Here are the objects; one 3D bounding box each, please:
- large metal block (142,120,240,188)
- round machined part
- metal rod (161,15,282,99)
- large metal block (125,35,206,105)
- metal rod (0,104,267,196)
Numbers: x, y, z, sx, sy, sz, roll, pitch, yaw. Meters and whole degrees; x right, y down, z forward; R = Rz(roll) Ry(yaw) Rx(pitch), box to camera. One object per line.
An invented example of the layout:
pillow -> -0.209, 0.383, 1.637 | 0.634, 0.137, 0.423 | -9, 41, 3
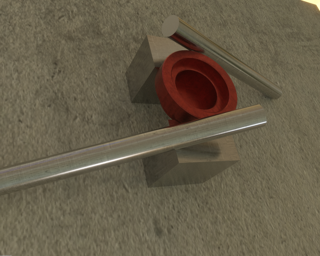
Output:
large metal block -> 0.032, 0.032, 0.369 | 0.081, 0.080, 0.050 | 1, 62, -28
round machined part -> 0.038, -0.040, 0.366 | 0.099, 0.042, 0.098 | 14, 56, -21
metal rod -> 0.110, -0.088, 0.452 | 0.302, 0.025, 0.025 | 14, 53, -47
large metal block -> 0.008, -0.074, 0.421 | 0.081, 0.080, 0.050 | 1, 62, -28
metal rod -> -0.039, 0.023, 0.300 | 0.302, 0.025, 0.025 | -14, 67, -10
